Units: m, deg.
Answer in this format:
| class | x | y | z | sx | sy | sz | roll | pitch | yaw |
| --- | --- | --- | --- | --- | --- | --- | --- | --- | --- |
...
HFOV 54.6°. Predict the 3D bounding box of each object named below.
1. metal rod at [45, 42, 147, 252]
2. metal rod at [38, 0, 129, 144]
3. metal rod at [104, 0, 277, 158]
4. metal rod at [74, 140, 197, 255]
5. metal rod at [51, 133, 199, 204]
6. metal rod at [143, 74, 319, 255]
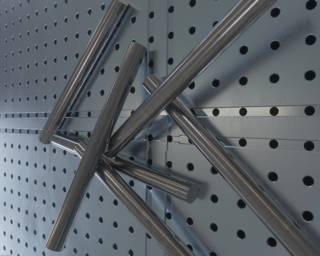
| class | x | y | z | sx | sy | sz | roll | pitch | yaw |
| --- | --- | --- | --- | --- | --- | --- | --- | --- | --- |
| metal rod | -0.086 | 0.023 | 0.428 | 0.025 | 0.025 | 0.299 | 19 | 86 | 38 |
| metal rod | -0.139 | -0.083 | 0.525 | 0.299 | 0.025 | 0.025 | -52 | 60 | 27 |
| metal rod | 0.011 | -0.045 | 0.362 | 0.299 | 0.025 | 0.025 | -42 | 64 | 39 |
| metal rod | -0.017 | 0.117 | 0.405 | 0.300 | 0.025 | 0.025 | 41 | 115 | 25 |
| metal rod | -0.073 | 0.050 | 0.471 | 0.300 | 0.025 | 0.025 | 15 | 99 | 39 |
| metal rod | 0.072 | 0.038 | 0.350 | 0.300 | 0.025 | 0.025 | 50 | 120 | 28 |
